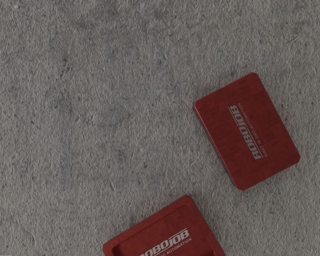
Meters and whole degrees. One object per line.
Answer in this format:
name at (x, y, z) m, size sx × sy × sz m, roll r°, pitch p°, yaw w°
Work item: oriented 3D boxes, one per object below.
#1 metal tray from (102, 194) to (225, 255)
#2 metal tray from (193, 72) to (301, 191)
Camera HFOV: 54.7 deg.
metal tray at (0.005, 0.156, 0.398) m, size 0.130 × 0.030 × 0.090 m, roll -31°, pitch 79°, yaw 0°
metal tray at (0.112, 0.004, 0.408) m, size 0.090 × 0.030 × 0.130 m, roll -28°, pitch 90°, yaw 0°
